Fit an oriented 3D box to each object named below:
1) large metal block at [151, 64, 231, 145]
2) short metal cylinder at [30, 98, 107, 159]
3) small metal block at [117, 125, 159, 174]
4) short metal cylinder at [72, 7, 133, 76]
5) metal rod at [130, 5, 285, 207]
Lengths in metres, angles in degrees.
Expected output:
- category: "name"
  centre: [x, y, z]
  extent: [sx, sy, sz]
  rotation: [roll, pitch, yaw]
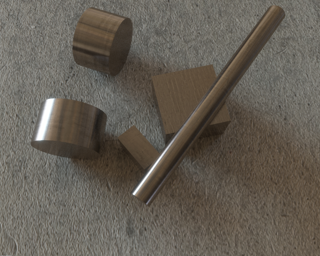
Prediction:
- category: "large metal block"
  centre: [0.037, -0.029, 0.406]
  extent: [0.081, 0.050, 0.080]
  rotation: [-12, 71, -5]
- category: "short metal cylinder"
  centre: [-0.109, 0.004, 0.377]
  extent: [0.080, 0.080, 0.050]
  rotation: [6, 70, 2]
- category: "small metal block"
  centre: [-0.024, 0.030, 0.384]
  extent: [0.025, 0.050, 0.050]
  rotation: [-39, 75, -13]
- category: "short metal cylinder"
  centre: [-0.076, -0.116, 0.421]
  extent: [0.050, 0.080, 0.080]
  rotation: [19, 71, 7]
- category: "metal rod"
  centre: [0.066, -0.038, 0.369]
  extent: [0.025, 0.025, 0.300]
  rotation: [34, 73, 11]
